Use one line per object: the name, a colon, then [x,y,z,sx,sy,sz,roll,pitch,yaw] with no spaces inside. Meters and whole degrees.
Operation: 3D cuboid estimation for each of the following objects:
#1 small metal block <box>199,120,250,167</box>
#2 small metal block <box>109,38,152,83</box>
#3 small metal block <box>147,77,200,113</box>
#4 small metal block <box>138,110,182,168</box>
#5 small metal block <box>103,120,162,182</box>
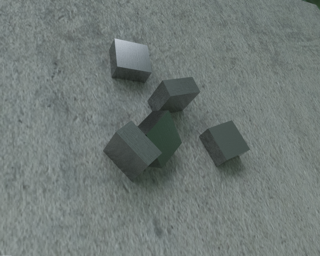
small metal block: [0.092,0.021,0.442,0.050,0.025,0.050,-17,71,-35]
small metal block: [-0.043,-0.095,0.440,0.050,0.025,0.050,5,59,-26]
small metal block: [0.018,-0.043,0.426,0.050,0.050,0.025,-12,68,-34]
small metal block: [-0.003,0.013,0.380,0.050,0.025,0.050,-48,126,-39]
small metal block: [-0.033,0.027,0.355,0.050,0.050,0.025,46,51,4]
